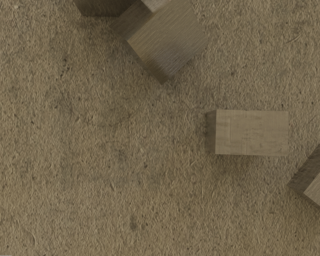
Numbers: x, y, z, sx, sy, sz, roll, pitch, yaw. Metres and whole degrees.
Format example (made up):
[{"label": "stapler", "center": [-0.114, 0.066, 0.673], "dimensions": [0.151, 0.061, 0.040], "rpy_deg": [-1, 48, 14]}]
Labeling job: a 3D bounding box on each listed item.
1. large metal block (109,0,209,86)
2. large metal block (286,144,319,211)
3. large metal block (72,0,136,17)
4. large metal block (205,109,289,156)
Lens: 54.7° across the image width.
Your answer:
[{"label": "large metal block", "center": [0.000, -0.113, 0.376], "dimensions": [0.080, 0.080, 0.050], "rpy_deg": [-43, 47, 0]}, {"label": "large metal block", "center": [0.229, 0.072, 0.399], "dimensions": [0.080, 0.050, 0.080], "rpy_deg": [38, 90, 0]}, {"label": "large metal block", "center": [-0.064, -0.177, 0.381], "dimensions": [0.081, 0.080, 0.050], "rpy_deg": [1, 88, 0]}, {"label": "large metal block", "center": [0.102, 0.005, 0.383], "dimensions": [0.081, 0.080, 0.050], "rpy_deg": [2, 90, 0]}]
